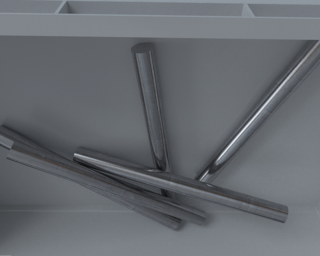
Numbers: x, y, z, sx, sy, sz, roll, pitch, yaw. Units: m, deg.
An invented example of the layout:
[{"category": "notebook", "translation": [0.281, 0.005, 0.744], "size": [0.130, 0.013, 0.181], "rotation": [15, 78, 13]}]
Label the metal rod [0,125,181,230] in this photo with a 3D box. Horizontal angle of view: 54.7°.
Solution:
[{"category": "metal rod", "translation": [-0.096, 0.081, 0.458], "size": [0.301, 0.025, 0.025], "rotation": [31, 124, -18]}]

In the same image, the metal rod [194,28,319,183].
[{"category": "metal rod", "translation": [0.129, -0.018, 0.394], "size": [0.025, 0.025, 0.298], "rotation": [20, 127, -16]}]

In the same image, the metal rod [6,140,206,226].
[{"category": "metal rod", "translation": [-0.061, 0.086, 0.445], "size": [0.302, 0.025, 0.025], "rotation": [25, 126, -21]}]

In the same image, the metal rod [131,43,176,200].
[{"category": "metal rod", "translation": [-0.001, 0.026, 0.431], "size": [0.025, 0.025, 0.298], "rotation": [-5, 130, 4]}]

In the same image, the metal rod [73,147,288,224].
[{"category": "metal rod", "translation": [0.026, 0.079, 0.434], "size": [0.301, 0.025, 0.025], "rotation": [16, 130, 3]}]
